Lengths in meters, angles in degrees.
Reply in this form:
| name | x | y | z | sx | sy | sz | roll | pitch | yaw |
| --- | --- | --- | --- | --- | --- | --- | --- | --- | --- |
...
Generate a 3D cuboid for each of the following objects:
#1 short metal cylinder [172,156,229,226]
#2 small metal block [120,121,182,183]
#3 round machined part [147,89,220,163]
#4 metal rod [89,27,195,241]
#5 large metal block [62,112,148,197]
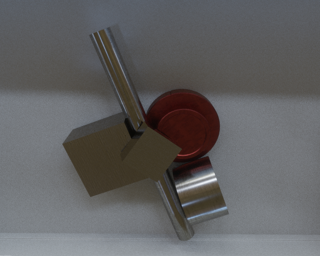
| name | x | y | z | sx | sy | sz | roll | pitch | yaw |
| --- | --- | --- | --- | --- | --- | --- | --- | --- | --- |
| short metal cylinder | 0.054 | 0.083 | 0.412 | 0.050 | 0.080 | 0.080 | -20 | 109 | 7 |
| small metal block | -0.011 | 0.028 | 0.368 | 0.050 | 0.025 | 0.050 | 34 | 95 | -19 |
| round machined part | 0.029 | 0.002 | 0.401 | 0.099 | 0.042 | 0.097 | 0 | 110 | -1 |
| metal rod | -0.015 | 0.022 | 0.395 | 0.025 | 0.025 | 0.299 | -20 | 109 | 7 |
| large metal block | -0.066 | 0.032 | 0.405 | 0.080 | 0.050 | 0.080 | -19 | 109 | 6 |
